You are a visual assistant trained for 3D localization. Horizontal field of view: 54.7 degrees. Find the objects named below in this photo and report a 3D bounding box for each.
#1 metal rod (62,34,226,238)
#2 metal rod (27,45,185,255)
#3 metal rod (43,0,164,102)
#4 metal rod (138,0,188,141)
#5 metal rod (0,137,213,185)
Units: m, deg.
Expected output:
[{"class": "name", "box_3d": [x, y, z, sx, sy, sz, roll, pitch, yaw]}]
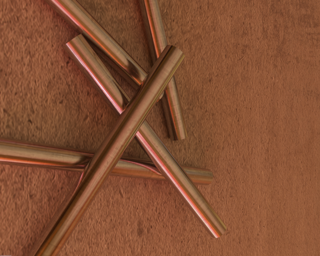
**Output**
[{"class": "metal rod", "box_3d": [-0.007, 0.023, 0.371, 0.025, 0.025, 0.300, -47, 110, -30]}, {"class": "metal rod", "box_3d": [-0.061, 0.039, 0.319, 0.025, 0.025, 0.300, 40, 76, -33]}, {"class": "metal rod", "box_3d": [-0.098, -0.128, 0.321, 0.300, 0.025, 0.025, 43, 64, -32]}, {"class": "metal rod", "box_3d": [-0.007, -0.129, 0.397, 0.025, 0.025, 0.298, -22, 104, -38]}, {"class": "metal rod", "box_3d": [-0.044, 0.045, 0.367, 0.302, 0.025, 0.025, 14, 81, -39]}]
